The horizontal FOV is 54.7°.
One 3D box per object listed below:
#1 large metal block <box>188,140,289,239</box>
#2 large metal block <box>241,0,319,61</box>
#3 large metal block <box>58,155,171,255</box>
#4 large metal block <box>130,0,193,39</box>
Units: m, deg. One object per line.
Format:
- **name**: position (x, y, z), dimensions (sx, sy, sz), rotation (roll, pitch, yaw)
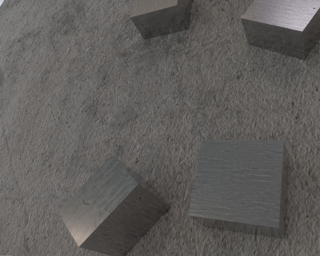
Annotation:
- **large metal block**: position (0.081, 0.059, 0.309), dimensions (0.080, 0.050, 0.080), rotation (0, 62, 28)
- **large metal block**: position (0.163, -0.141, 0.389), dimensions (0.080, 0.050, 0.080), rotation (30, 78, 37)
- **large metal block**: position (-0.046, 0.088, 0.339), dimensions (0.080, 0.080, 0.050), rotation (-47, 51, -4)
- **large metal block**: position (0.005, -0.200, 0.508), dimensions (0.080, 0.050, 0.080), rotation (-5, 60, 26)
